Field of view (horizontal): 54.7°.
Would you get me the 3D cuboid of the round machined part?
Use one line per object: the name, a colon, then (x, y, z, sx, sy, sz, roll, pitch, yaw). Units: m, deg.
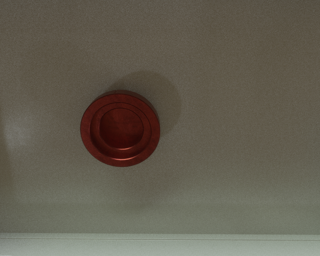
round machined part: (-0.049, -0.002, 0.401, 0.099, 0.042, 0.097, 0, 110, -1)
